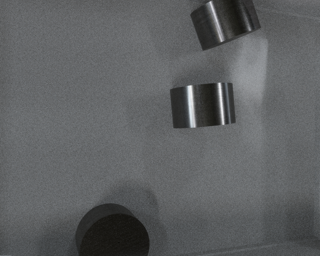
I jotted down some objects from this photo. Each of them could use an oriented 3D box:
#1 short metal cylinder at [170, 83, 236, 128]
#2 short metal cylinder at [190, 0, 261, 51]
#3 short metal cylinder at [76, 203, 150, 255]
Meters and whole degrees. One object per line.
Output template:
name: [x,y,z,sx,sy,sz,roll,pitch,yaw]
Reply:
short metal cylinder: [0.055,-0.028,0.401,0.081,0.080,0.050,-6,92,-20]
short metal cylinder: [0.087,-0.142,0.413,0.081,0.080,0.050,-23,98,-18]
short metal cylinder: [-0.059,0.137,0.376,0.081,0.050,0.080,0,90,-20]
